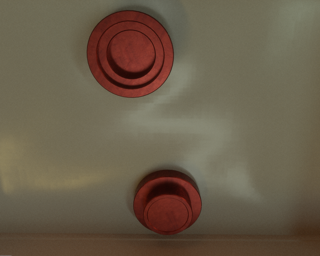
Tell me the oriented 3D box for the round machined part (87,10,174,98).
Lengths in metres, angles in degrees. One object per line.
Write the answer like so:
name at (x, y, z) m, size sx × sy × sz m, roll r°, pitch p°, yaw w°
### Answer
round machined part at (-0.033, -0.088, 0.369) m, size 0.099 × 0.042 × 0.097 m, roll 0°, pitch 110°, yaw 0°

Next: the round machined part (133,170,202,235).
round machined part at (0.011, 0.113, 0.444) m, size 0.099 × 0.042 × 0.097 m, roll 0°, pitch 110°, yaw 0°

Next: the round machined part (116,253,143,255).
round machined part at (-0.049, 0.255, 0.498) m, size 0.099 × 0.042 × 0.097 m, roll 0°, pitch 110°, yaw 0°
